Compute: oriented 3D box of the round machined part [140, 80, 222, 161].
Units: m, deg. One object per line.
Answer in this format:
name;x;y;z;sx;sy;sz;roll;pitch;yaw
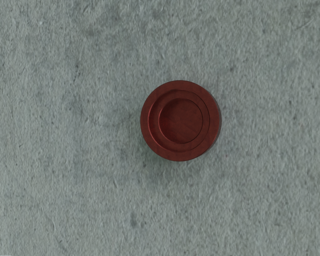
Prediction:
round machined part;0.029;-0.009;0.389;0.098;0.042;0.097;0;90;19
